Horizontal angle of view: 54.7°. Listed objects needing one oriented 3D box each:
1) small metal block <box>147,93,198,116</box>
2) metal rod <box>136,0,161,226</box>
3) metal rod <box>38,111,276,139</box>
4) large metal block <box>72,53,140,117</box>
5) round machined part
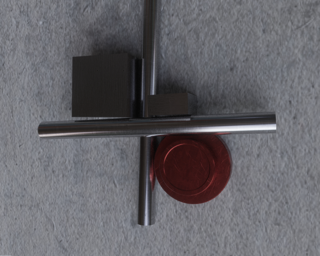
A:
[{"bbox_3d":[0.017,-0.028,0.390,0.050,0.050,0.025,-1,90,19],"label":"small metal block"},{"bbox_3d":[-0.015,-0.022,0.414,0.025,0.025,0.298,2,91,19],"label":"metal rod"},{"bbox_3d":[-0.015,-0.001,0.388,0.301,0.025,0.025,-2,90,15],"label":"metal rod"},{"bbox_3d":[-0.070,-0.054,0.420,0.080,0.050,0.079,1,90,19],"label":"large metal block"},{"bbox_3d":[0.038,0.047,0.386,0.098,0.042,0.097,0,90,19],"label":"round machined part"}]
